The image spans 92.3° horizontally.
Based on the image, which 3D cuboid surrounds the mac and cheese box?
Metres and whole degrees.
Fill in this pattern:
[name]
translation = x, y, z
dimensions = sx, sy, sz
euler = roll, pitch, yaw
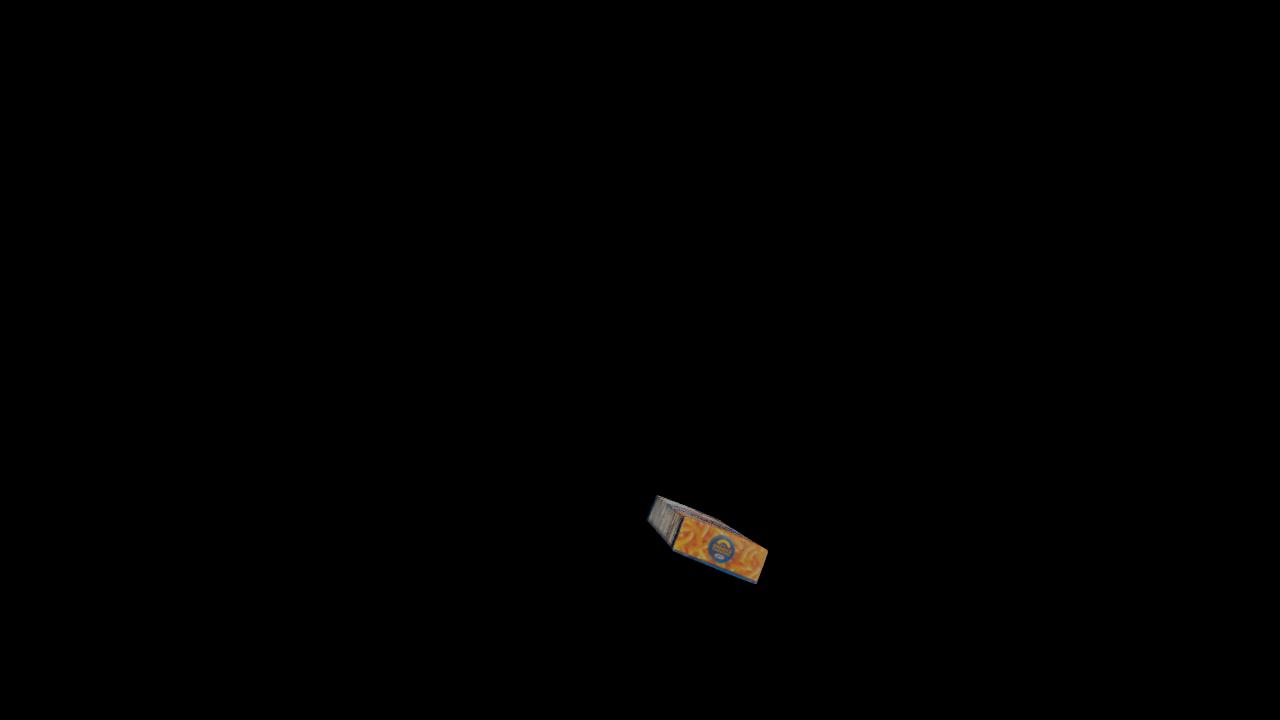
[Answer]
[mac and cheese box]
translation = 0.066, 0.192, 0.680
dimensions = 0.093, 0.041, 0.184
euler = 24, -9, -5
